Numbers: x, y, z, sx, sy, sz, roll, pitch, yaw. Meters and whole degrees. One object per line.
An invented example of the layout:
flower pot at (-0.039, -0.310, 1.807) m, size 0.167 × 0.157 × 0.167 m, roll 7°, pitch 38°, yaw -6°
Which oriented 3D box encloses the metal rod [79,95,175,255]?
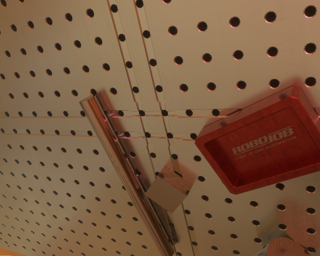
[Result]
metal rod at (-0.044, 0.087, 0.486) m, size 0.025 × 0.025 × 0.299 m, roll -12°, pitch 113°, yaw 33°

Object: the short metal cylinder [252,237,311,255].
short metal cylinder at (0.163, 0.194, 0.410) m, size 0.080 × 0.080 × 0.050 m, roll 33°, pitch 129°, yaw 6°

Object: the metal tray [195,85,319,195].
metal tray at (0.117, 0.020, 0.357) m, size 0.130 × 0.030 × 0.090 m, roll -28°, pitch 103°, yaw 37°

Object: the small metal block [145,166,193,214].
small metal block at (0.012, 0.092, 0.460) m, size 0.050 × 0.025 × 0.050 m, roll 34°, pitch 129°, yaw 5°
